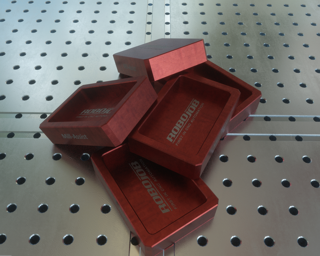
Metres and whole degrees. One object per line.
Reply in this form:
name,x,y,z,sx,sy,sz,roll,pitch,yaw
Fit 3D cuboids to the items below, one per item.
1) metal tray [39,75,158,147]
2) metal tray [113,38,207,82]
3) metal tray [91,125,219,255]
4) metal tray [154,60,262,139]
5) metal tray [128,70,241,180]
metal tray,-0.077,-0.021,0.381,0.130,0.030,0.090,0,42,40
metal tray,-0.004,-0.103,0.452,0.091,0.030,0.130,-24,24,-20
metal tray,-0.009,0.063,0.351,0.091,0.030,0.130,-26,55,-21
metal tray,0.066,-0.052,0.448,0.091,0.030,0.130,-36,59,-27
metal tray,0.032,-0.011,0.375,0.090,0.030,0.130,23,53,17
